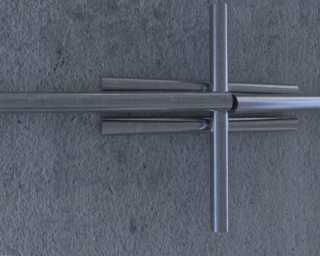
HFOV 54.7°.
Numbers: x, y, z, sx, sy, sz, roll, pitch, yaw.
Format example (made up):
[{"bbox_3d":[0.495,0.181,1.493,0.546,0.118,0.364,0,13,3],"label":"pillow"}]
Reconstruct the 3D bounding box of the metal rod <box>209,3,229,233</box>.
[{"bbox_3d":[0.079,-0.013,0.414,0.025,0.025,0.298,0,90,-20],"label":"metal rod"}]

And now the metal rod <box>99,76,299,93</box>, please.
[{"bbox_3d":[0.068,-0.055,0.436,0.303,0.025,0.025,-1,91,-21],"label":"metal rod"}]

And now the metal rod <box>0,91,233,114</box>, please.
[{"bbox_3d":[-0.062,-0.030,0.361,0.302,0.025,0.025,-1,91,-11],"label":"metal rod"}]

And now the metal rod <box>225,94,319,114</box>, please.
[{"bbox_3d":[0.220,-0.039,0.467,0.303,0.025,0.025,-4,92,-30],"label":"metal rod"}]

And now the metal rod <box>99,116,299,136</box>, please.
[{"bbox_3d":[0.068,-0.005,0.436,0.303,0.025,0.025,-1,91,-21],"label":"metal rod"}]
